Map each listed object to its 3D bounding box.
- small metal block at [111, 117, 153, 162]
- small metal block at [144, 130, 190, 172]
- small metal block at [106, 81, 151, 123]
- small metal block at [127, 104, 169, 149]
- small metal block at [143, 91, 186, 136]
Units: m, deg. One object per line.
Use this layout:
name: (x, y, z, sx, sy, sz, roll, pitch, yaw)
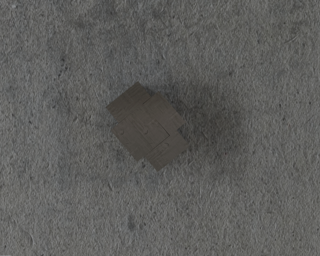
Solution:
small metal block: (-0.034, 0.014, 0.398, 0.025, 0.050, 0.050, -40, 91, 0)
small metal block: (0.009, 0.028, 0.398, 0.050, 0.050, 0.025, -39, 90, 0)
small metal block: (-0.038, -0.031, 0.398, 0.050, 0.050, 0.025, -39, 90, 0)
small metal block: (-0.014, -0.002, 0.398, 0.025, 0.050, 0.050, -40, 91, 0)
small metal block: (0.005, -0.018, 0.398, 0.025, 0.050, 0.050, -41, 91, 0)
